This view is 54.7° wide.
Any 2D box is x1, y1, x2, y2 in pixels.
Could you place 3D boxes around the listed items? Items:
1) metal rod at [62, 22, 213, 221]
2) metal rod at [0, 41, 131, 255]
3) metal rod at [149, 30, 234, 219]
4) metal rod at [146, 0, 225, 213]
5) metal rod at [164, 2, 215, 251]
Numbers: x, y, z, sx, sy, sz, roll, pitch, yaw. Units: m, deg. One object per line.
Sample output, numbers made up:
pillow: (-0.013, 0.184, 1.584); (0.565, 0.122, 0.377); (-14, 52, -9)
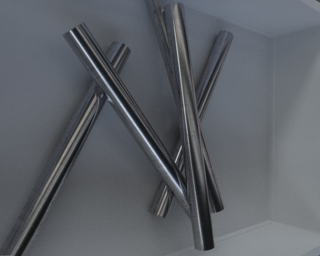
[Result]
metal rod: (-0.012, 0.018, 0.364); (0.025, 0.025, 0.299); (-48, 119, -30)
metal rod: (-0.102, 0.036, 0.322); (0.025, 0.025, 0.300); (36, 68, -35)
metal rod: (0.051, -0.017, 0.452); (0.025, 0.025, 0.300); (35, 68, -35)
metal rod: (0.034, -0.032, 0.412); (0.025, 0.025, 0.298); (-20, 95, -39)
metal rod: (0.036, -0.003, 0.381); (0.025, 0.025, 0.298); (-6, 89, -40)
